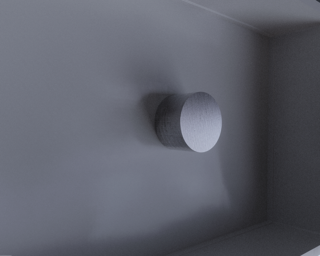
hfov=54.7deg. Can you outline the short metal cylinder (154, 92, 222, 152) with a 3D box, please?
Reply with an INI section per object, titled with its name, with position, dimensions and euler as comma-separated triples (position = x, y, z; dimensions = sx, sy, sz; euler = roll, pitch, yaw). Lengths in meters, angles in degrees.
[short metal cylinder]
position = 0.039, -0.008, 0.426
dimensions = 0.081, 0.050, 0.079
euler = 0, 90, -40
